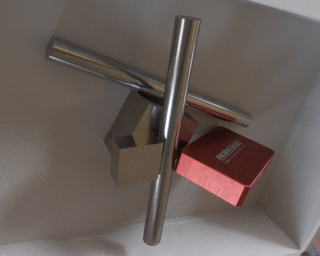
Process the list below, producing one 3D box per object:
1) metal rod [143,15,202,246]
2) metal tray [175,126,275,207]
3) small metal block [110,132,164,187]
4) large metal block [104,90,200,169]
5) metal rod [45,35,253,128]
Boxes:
[{"bbox_3d":[0.008,0.025,0.364,0.025,0.025,0.298,-6,121,-26],"label":"metal rod"},{"bbox_3d":[0.089,0.043,0.408,0.131,0.090,0.030,-25,136,-55],"label":"metal tray"},{"bbox_3d":[-0.027,0.035,0.350,0.050,0.025,0.050,-7,121,-26],"label":"small metal block"},{"bbox_3d":[-0.011,0.006,0.390,0.080,0.050,0.080,19,108,-36],"label":"large metal block"},{"bbox_3d":[0.012,-0.045,0.388,0.302,0.025,0.025,15,110,-35],"label":"metal rod"}]
